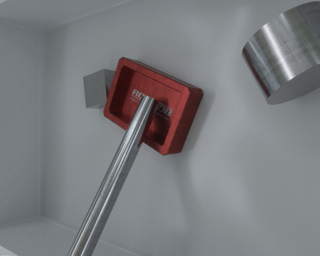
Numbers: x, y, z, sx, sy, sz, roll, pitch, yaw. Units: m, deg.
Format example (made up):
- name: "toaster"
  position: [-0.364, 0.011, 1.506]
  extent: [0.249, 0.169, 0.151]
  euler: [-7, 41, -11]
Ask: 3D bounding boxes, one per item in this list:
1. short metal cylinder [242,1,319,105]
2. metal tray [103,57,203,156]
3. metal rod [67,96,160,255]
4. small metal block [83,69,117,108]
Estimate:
- name: "short metal cylinder"
  position: [0.120, -0.062, 0.271]
  extent: [0.080, 0.081, 0.050]
  euler: [-34, 69, 34]
- name: "metal tray"
  position: [-0.015, -0.032, 0.413]
  extent: [0.130, 0.030, 0.089]
  euler: [31, 109, 35]
- name: "metal rod"
  position: [-0.070, 0.097, 0.360]
  extent: [0.025, 0.025, 0.299]
  euler: [11, 70, 39]
- name: "small metal block"
  position: [-0.091, -0.059, 0.479]
  extent: [0.050, 0.025, 0.050]
  euler: [-11, 83, 39]
